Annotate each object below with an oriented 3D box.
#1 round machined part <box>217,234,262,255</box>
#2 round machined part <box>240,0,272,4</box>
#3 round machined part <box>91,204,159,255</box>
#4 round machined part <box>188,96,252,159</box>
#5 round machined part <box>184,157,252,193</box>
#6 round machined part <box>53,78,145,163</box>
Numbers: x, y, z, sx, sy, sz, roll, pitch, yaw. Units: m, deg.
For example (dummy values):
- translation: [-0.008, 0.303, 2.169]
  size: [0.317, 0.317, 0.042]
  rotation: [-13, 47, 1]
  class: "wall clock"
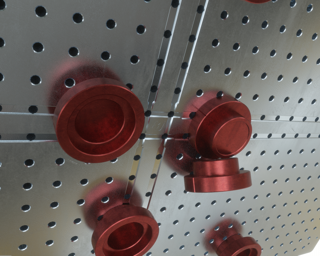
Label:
- translation: [0.160, 0.263, 0.649]
  size: [0.099, 0.042, 0.097]
  rotation: [-14, 124, -21]
  class: "round machined part"
- translation: [0.104, -0.191, 0.338]
  size: [0.099, 0.042, 0.097]
  rotation: [-14, 124, -21]
  class: "round machined part"
- translation: [-0.054, 0.155, 0.465]
  size: [0.099, 0.042, 0.097]
  rotation: [-14, 124, -21]
  class: "round machined part"
- translation: [0.094, 0.006, 0.454]
  size: [0.099, 0.042, 0.097]
  rotation: [-14, 124, -21]
  class: "round machined part"
- translation: [0.084, 0.068, 0.464]
  size: [0.099, 0.098, 0.042]
  rotation: [-3, 85, -27]
  class: "round machined part"
- translation: [-0.071, -0.012, 0.354]
  size: [0.099, 0.042, 0.097]
  rotation: [-14, 124, -21]
  class: "round machined part"
